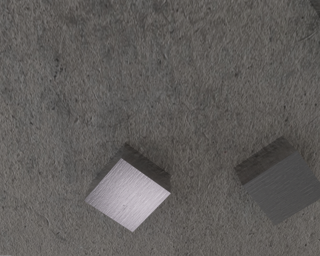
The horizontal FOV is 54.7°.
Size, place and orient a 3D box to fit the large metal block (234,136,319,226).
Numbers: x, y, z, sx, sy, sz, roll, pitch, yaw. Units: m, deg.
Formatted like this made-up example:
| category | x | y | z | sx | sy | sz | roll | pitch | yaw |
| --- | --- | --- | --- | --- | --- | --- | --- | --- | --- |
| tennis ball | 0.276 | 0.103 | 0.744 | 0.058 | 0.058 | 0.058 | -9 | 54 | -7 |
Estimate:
| category | x | y | z | sx | sy | sz | roll | pitch | yaw |
| --- | --- | --- | --- | --- | --- | --- | --- | --- | --- |
| large metal block | 0.163 | 0.071 | 0.424 | 0.080 | 0.050 | 0.080 | -37 | 106 | 12 |

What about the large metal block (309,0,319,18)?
| category | x | y | z | sx | sy | sz | roll | pitch | yaw |
| --- | --- | --- | --- | --- | --- | --- | --- | --- | --- |
| large metal block | 0.228 | -0.145 | 0.345 | 0.080 | 0.050 | 0.080 | -37 | 106 | 12 |

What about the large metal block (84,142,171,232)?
| category | x | y | z | sx | sy | sz | roll | pitch | yaw |
| --- | --- | --- | --- | --- | --- | --- | --- | --- | --- |
| large metal block | -0.043 | 0.081 | 0.426 | 0.080 | 0.050 | 0.080 | 38 | 106 | -13 |
